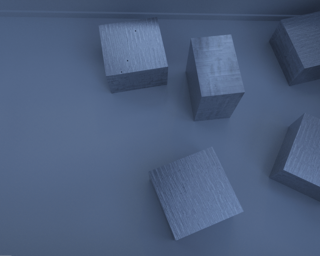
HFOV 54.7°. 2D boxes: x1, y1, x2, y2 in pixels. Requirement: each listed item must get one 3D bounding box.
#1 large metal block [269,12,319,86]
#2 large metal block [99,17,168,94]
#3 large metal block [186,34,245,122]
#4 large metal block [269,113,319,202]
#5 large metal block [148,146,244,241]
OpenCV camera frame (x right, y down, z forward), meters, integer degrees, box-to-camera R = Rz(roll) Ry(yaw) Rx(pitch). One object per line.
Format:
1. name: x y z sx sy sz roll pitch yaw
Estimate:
1. large metal block: 0.216 -0.114 0.441 0.081 0.050 0.080 -14 71 -5
2. large metal block: -0.036 -0.101 0.433 0.081 0.050 0.080 -10 70 -4
3. large metal block: 0.067 -0.062 0.404 0.050 0.080 0.080 -6 70 -3
4. large metal block: 0.195 0.040 0.384 0.080 0.050 0.080 26 72 8
5. large metal block: 0.039 0.079 0.368 0.080 0.050 0.080 -21 72 -8
